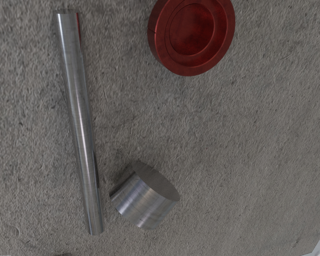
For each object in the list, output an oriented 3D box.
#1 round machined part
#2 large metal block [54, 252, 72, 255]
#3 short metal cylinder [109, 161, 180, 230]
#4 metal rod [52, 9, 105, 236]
[{"bbox_3d":[0.031,-0.111,0.344,0.099,0.042,0.097,-14,124,-21],"label":"round machined part"},{"bbox_3d":[-0.148,0.241,0.440,0.050,0.080,0.079,-1,119,-28],"label":"large metal block"},{"bbox_3d":[-0.020,0.089,0.415,0.080,0.080,0.050,31,101,-38],"label":"short metal cylinder"},{"bbox_3d":[-0.090,0.018,0.368,0.025,0.025,0.298,-13,124,-21],"label":"metal rod"}]
